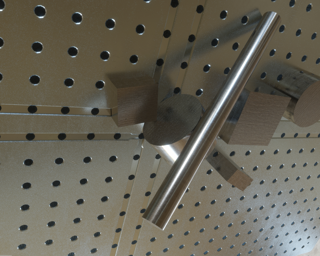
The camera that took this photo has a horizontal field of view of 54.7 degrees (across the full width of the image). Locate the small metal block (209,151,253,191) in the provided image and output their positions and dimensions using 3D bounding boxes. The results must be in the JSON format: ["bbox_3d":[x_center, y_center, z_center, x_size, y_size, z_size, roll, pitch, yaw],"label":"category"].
[{"bbox_3d":[0.115,0.070,0.501,0.050,0.050,0.025,34,100,-39],"label":"small metal block"}]

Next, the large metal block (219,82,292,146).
[{"bbox_3d":[0.129,-0.022,0.452,0.081,0.050,0.079,4,117,-30],"label":"large metal block"}]

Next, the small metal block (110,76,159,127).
[{"bbox_3d":[-0.031,-0.032,0.374,0.050,0.025,0.050,-11,123,-23],"label":"small metal block"}]

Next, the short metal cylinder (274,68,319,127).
[{"bbox_3d":[0.223,-0.048,0.487,0.081,0.050,0.079,-14,124,-21],"label":"short metal cylinder"}]

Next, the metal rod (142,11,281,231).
[{"bbox_3d":[0.070,-0.024,0.353,0.300,0.025,0.025,-57,132,-20],"label":"metal rod"}]

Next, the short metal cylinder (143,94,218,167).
[{"bbox_3d":[0.026,0.004,0.392,0.080,0.080,0.050,-40,129,-1],"label":"short metal cylinder"}]
